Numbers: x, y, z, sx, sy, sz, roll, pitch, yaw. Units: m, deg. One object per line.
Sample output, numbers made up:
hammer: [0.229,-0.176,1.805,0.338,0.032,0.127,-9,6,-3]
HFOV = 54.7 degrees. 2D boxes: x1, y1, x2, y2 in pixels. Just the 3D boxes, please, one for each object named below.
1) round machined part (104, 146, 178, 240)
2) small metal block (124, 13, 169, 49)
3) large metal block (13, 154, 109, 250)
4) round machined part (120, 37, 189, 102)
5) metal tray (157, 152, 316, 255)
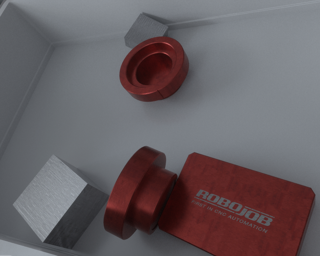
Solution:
round machined part: [-0.014,0.072,0.326,0.042,0.098,0.098,22,72,15]
small metal block: [-0.021,-0.145,0.491,0.050,0.025,0.050,28,75,7]
large metal block: [-0.126,0.093,0.397,0.080,0.050,0.080,28,77,37]
round machined part: [-0.005,-0.079,0.442,0.098,0.042,0.098,-11,59,20]
metal tray: [0.073,0.085,0.309,0.130,0.030,0.090,16,70,32]
